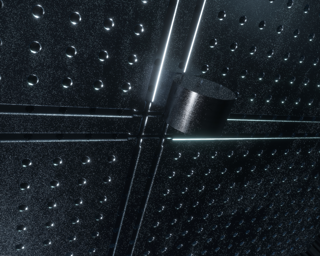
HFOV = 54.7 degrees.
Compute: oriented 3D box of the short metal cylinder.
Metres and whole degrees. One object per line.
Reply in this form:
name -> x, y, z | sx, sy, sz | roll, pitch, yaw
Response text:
short metal cylinder -> 0.047, -0.029, 0.385 | 0.081, 0.080, 0.050 | 2, 117, -30
